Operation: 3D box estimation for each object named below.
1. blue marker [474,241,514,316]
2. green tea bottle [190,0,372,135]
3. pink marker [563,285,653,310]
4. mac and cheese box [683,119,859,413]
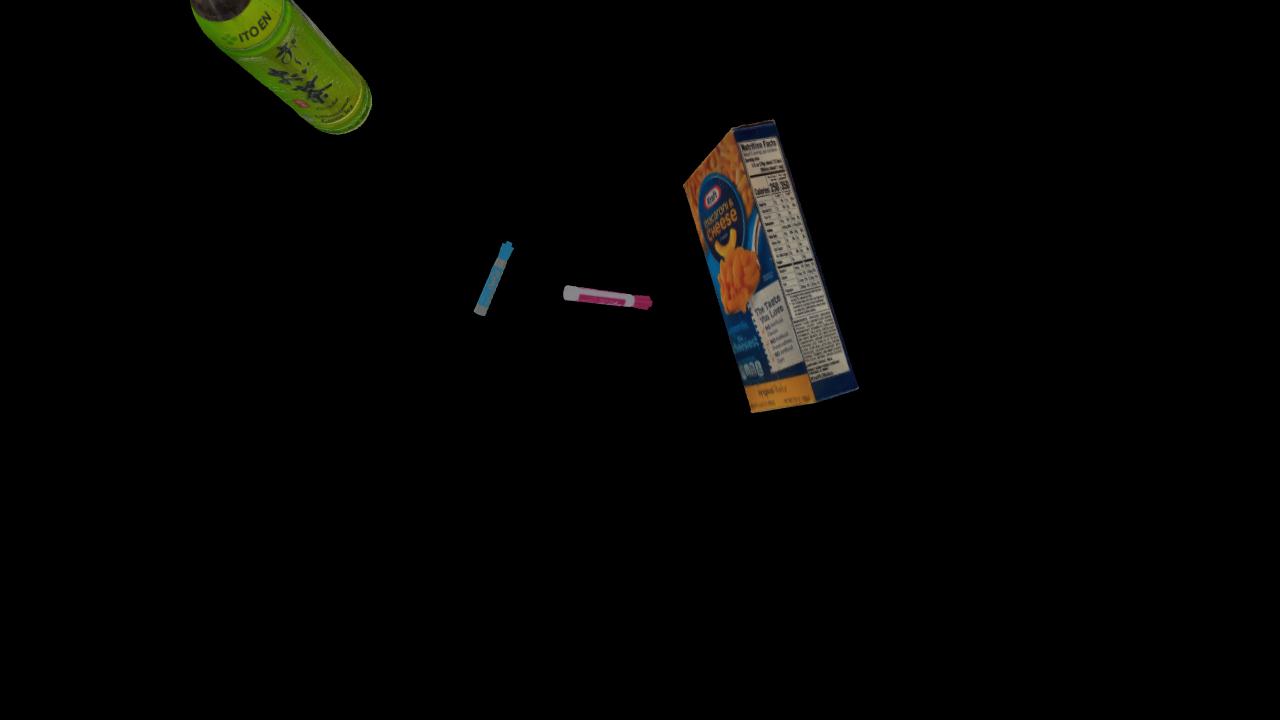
[{"bbox_3d":[-0.223,-0.125,0.943,0.020,0.121,0.020,25,9,-4],"label":"blue marker"},{"bbox_3d":[-0.302,-0.265,0.510,0.073,0.073,0.212,0,-7,2],"label":"green tea bottle"},{"bbox_3d":[-0.039,-0.079,0.791,0.121,0.020,0.020,5,-2,-27],"label":"pink marker"},{"bbox_3d":[0.086,-0.058,0.432,0.041,0.184,0.093,-16,-4,-17],"label":"mac and cheese box"}]
